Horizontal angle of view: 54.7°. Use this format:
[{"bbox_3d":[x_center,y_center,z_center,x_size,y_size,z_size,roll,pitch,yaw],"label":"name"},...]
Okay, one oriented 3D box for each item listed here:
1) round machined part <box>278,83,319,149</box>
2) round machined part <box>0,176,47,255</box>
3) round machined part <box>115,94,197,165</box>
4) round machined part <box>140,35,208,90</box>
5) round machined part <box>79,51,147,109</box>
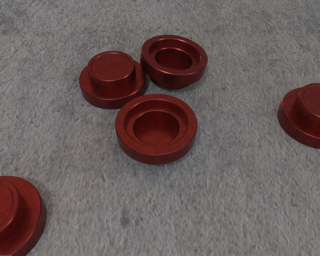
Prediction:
[{"bbox_3d":[0.214,-0.023,0.414,0.099,0.042,0.098,0,50,0],"label":"round machined part"},{"bbox_3d":[-0.171,0.090,0.314,0.099,0.042,0.098,0,50,0],"label":"round machined part"},{"bbox_3d":[-0.004,0.005,0.388,0.099,0.042,0.098,0,50,0],"label":"round machined part"},{"bbox_3d":[0.019,-0.095,0.467,0.099,0.042,0.098,5,48,-6],"label":"round machined part"},{"bbox_3d":[-0.069,-0.077,0.456,0.099,0.042,0.098,0,50,0],"label":"round machined part"}]
